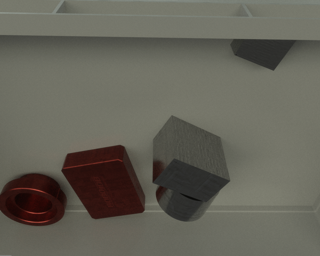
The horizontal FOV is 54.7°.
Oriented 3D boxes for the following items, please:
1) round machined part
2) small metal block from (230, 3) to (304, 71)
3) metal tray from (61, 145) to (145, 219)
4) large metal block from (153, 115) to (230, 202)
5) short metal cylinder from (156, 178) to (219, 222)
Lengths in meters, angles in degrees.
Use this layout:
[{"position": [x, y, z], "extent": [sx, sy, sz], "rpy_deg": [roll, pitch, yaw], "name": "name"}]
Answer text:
[{"position": [-0.196, 0.109, 0.488], "extent": [0.099, 0.042, 0.097], "rpy_deg": [-1, 130, 0], "name": "round machined part"}, {"position": [0.112, -0.096, 0.329], "extent": [0.050, 0.025, 0.050], "rpy_deg": [17, 128, -15], "name": "small metal block"}, {"position": [-0.082, 0.088, 0.480], "extent": [0.090, 0.030, 0.129], "rpy_deg": [-10, 130, 8], "name": "metal tray"}, {"position": [0.038, 0.040, 0.408], "extent": [0.080, 0.080, 0.050], "rpy_deg": [24, 126, -19], "name": "large metal block"}, {"position": [0.040, 0.087, 0.447], "extent": [0.081, 0.080, 0.050], "rpy_deg": [13, 129, -12], "name": "short metal cylinder"}]
